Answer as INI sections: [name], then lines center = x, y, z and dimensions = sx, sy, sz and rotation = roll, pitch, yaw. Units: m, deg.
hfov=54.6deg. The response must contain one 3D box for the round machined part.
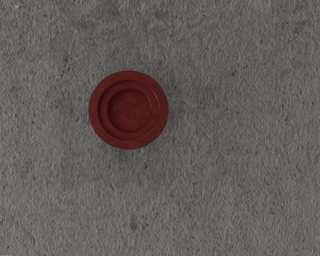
[round machined part]
center = -0.039, -0.022, 0.401
dimensions = 0.099, 0.042, 0.097
rotation = 0, 90, 0
